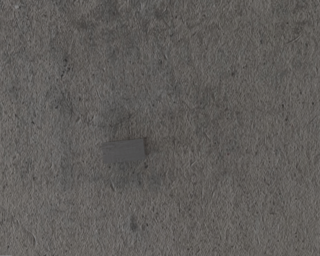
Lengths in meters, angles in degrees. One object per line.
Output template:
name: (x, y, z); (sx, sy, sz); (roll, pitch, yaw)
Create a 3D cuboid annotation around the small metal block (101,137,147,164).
small metal block: (-0.044, 0.028, 0.397); (0.050, 0.050, 0.025); (-6, 90, 0)
